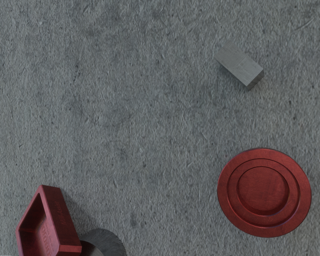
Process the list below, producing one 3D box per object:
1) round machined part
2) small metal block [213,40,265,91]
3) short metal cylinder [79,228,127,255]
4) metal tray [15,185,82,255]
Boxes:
[{"bbox_3d":[0.119,0.071,0.358,0.098,0.042,0.097,0,90,19],"label":"round machined part"},{"bbox_3d":[0.094,-0.072,0.362,0.050,0.050,0.025,46,104,14],"label":"small metal block"},{"bbox_3d":[-0.093,0.186,0.427,0.080,0.050,0.079,0,90,19],"label":"short metal cylinder"},{"bbox_3d":[-0.157,0.151,0.424,0.090,0.030,0.130,-59,39,10],"label":"metal tray"}]
